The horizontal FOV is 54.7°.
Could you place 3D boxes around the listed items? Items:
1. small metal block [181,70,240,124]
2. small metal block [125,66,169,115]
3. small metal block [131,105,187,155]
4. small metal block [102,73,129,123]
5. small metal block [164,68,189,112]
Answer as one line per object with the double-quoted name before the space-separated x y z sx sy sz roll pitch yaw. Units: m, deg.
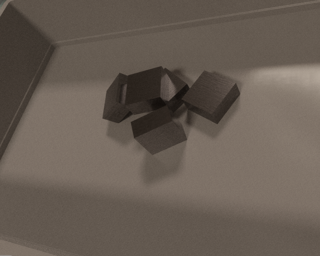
"small metal block" 0.065 -0.040 0.395 0.050 0.025 0.050 31 79 37
"small metal block" -0.016 -0.049 0.411 0.050 0.025 0.050 -11 57 22
"small metal block" -0.001 0.004 0.386 0.050 0.050 0.025 -25 53 13
"small metal block" -0.059 -0.042 0.445 0.050 0.025 0.050 -40 39 49
"small metal block" 0.009 -0.049 0.430 0.050 0.025 0.050 -43 51 -3
